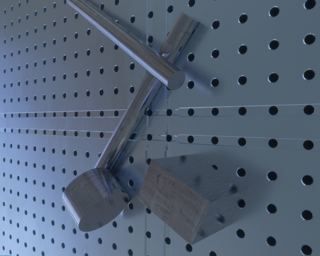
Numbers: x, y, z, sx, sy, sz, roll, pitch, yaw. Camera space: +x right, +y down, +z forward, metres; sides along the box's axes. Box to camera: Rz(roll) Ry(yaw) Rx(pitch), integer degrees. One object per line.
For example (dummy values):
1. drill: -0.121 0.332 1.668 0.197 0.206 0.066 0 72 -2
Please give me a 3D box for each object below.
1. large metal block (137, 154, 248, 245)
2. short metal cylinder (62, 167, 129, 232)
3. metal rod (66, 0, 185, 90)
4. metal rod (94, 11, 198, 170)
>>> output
1. large metal block: 0.036 0.073 0.344 0.080 0.081 0.050 32 110 35
2. short metal cylinder: -0.093 0.104 0.451 0.050 0.081 0.080 46 118 30
3. metal rod: -0.065 -0.138 0.442 0.300 0.025 0.025 45 117 37
4. metal rod: -0.037 -0.021 0.439 0.025 0.025 0.298 47 118 30
